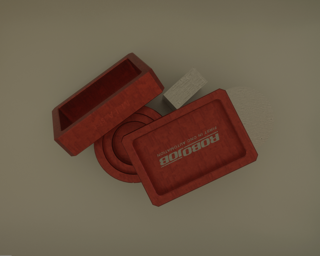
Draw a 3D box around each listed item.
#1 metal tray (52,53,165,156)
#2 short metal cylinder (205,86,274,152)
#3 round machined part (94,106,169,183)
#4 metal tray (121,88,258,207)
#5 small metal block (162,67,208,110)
[{"bbox_3d":[-0.067,-0.033,0.375,0.130,0.090,0.030,-36,122,-1],"label":"metal tray"},{"bbox_3d":[0.098,-0.011,0.398,0.081,0.050,0.079,0,90,-1],"label":"short metal cylinder"},{"bbox_3d":[-0.032,0.019,0.402,0.099,0.042,0.097,0,90,-1],"label":"round machined part"},{"bbox_3d":[0.033,0.022,0.360,0.130,0.030,0.090,-26,90,4],"label":"metal tray"},{"bbox_3d":[0.030,-0.048,0.397,0.050,0.050,0.025,-43,90,-2],"label":"small metal block"}]
